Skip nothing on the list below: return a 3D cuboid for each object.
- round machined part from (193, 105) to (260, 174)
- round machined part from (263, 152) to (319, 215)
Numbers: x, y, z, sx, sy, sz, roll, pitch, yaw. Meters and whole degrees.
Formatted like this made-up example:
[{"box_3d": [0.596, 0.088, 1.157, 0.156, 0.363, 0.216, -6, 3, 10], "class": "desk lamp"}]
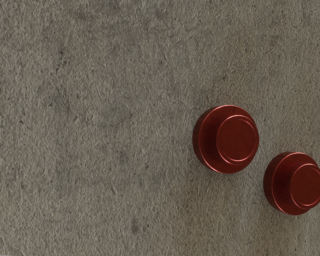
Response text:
[{"box_3d": [0.099, 0.016, 0.436, 0.099, 0.042, 0.097, 0, 90, -20], "class": "round machined part"}, {"box_3d": [0.214, 0.087, 0.479, 0.099, 0.042, 0.097, 0, 90, -20], "class": "round machined part"}]
